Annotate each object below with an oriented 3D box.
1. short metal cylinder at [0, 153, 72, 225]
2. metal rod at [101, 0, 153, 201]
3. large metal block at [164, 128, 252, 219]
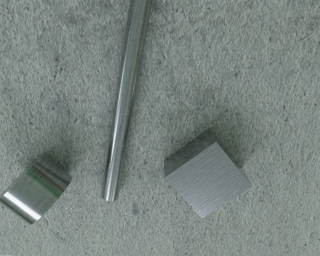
[{"bbox_3d":[-0.163,0.079,0.408,0.080,0.080,0.050,-41,105,14],"label":"short metal cylinder"},{"bbox_3d":[-0.044,-0.039,0.394,0.025,0.025,0.298,10,110,-4],"label":"metal rod"},{"bbox_3d":[0.062,0.060,0.419,0.080,0.050,0.080,-37,106,12],"label":"large metal block"}]
